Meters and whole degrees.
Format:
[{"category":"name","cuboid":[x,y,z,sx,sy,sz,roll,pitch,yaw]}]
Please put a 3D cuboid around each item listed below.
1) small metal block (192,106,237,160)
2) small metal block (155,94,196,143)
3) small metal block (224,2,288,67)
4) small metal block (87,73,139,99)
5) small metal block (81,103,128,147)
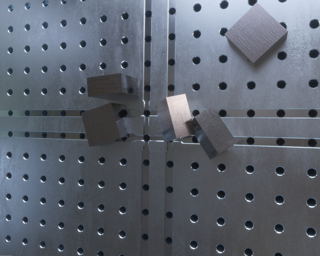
[{"category":"small metal block","cuboid":[0.062,0.008,0.374,0.025,0.050,0.050,-30,79,-8]},{"category":"small metal block","cuboid":[0.018,-0.011,0.391,0.025,0.050,0.050,-13,85,-17]},{"category":"small metal block","cuboid":[0.115,-0.111,0.372,0.050,0.025,0.050,-44,77,15]},{"category":"small metal block","cuboid":[-0.063,-0.055,0.422,0.050,0.050,0.025,-4,89,20]},{"category":"small metal block","cuboid":[-0.079,-0.004,0.441,0.050,0.025,0.050,-17,84,19]}]
